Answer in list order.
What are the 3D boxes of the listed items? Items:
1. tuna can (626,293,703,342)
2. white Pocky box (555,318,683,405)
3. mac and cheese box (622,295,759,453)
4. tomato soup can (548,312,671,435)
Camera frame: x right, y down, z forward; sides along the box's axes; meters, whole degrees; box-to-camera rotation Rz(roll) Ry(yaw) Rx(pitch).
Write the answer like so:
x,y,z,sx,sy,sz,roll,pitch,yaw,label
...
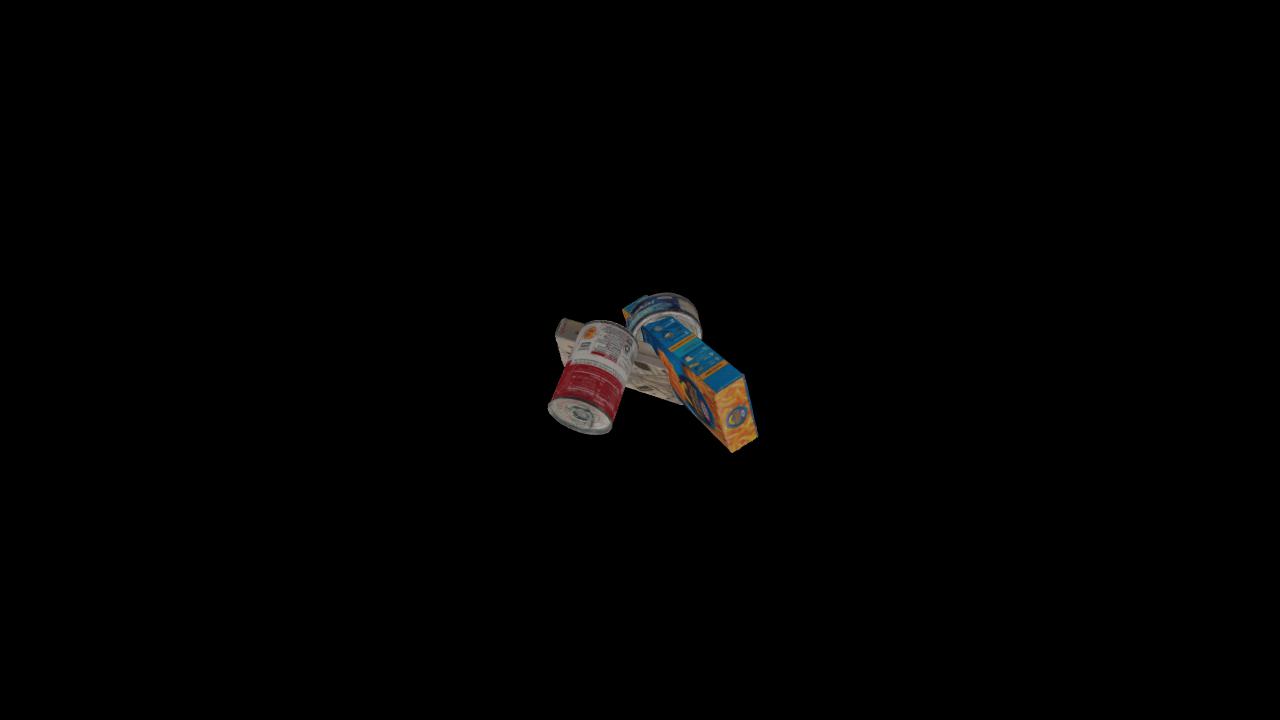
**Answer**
x,y,z,sx,sy,sz,roll,pitch,yaw,label
0.027,-0.032,0.688,0.084,0.084,0.034,0,41,-8,tuna can
-0.017,0.002,0.696,0.154,0.028,0.084,17,-24,8,white Pocky box
0.050,0.010,0.659,0.041,0.093,0.184,-31,41,-13,mac and cheese box
-0.046,0.016,0.632,0.068,0.101,0.068,13,-33,9,tomato soup can
